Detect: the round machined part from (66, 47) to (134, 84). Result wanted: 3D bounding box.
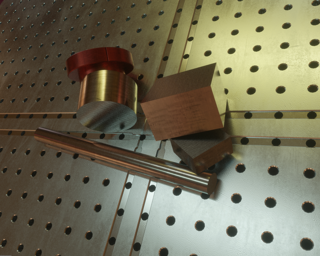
[{"bbox_3d":[-0.087,-0.082,0.464,0.098,0.098,0.042,-13,84,21],"label":"round machined part"}]

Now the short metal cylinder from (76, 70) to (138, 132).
[{"bbox_3d":[-0.072,-0.035,0.430,0.080,0.080,0.050,-14,58,20],"label":"short metal cylinder"}]

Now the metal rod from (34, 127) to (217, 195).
[{"bbox_3d":[-0.067,0.036,0.419,0.300,0.025,0.025,12,68,32],"label":"metal rod"}]

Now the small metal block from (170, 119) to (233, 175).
[{"bbox_3d":[0.047,0.019,0.355,0.050,0.025,0.050,-29,38,-15],"label":"small metal block"}]

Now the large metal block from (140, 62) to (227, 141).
[{"bbox_3d":[0.033,-0.033,0.372,0.080,0.050,0.080,-12,25,21],"label":"large metal block"}]
